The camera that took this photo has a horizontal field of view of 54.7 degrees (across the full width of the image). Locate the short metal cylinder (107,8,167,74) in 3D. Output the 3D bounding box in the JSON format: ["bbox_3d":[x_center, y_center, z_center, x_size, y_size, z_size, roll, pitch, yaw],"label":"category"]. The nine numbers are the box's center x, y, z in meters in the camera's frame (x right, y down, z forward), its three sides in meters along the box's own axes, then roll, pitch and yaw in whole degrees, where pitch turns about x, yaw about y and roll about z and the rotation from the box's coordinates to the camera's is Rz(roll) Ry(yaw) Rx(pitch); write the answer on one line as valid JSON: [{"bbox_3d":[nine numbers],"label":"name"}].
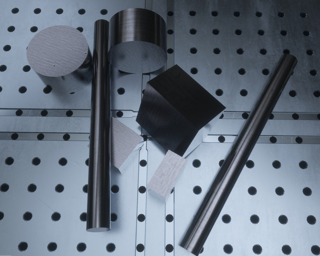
[{"bbox_3d":[-0.031,-0.117,0.425,0.081,0.080,0.050,-1,70,-1],"label":"short metal cylinder"}]

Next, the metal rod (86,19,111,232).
[{"bbox_3d":[-0.076,-0.024,0.396,0.025,0.025,0.299,-4,61,-2],"label":"metal rod"}]

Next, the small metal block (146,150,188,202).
[{"bbox_3d":[0.008,0.060,0.377,0.025,0.050,0.050,29,73,10],"label":"small metal block"}]

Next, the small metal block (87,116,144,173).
[{"bbox_3d":[-0.056,0.022,0.403,0.050,0.025,0.050,34,73,11],"label":"small metal block"}]

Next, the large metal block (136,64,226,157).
[{"bbox_3d":[0.022,-0.016,0.382,0.080,0.080,0.050,44,58,14],"label":"large metal block"}]

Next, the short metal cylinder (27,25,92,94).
[{"bbox_3d":[-0.135,-0.094,0.432,0.081,0.050,0.080,0,70,0],"label":"short metal cylinder"}]

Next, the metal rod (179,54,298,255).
[{"bbox_3d":[0.110,0.022,0.404,0.025,0.025,0.300,29,72,10],"label":"metal rod"}]
